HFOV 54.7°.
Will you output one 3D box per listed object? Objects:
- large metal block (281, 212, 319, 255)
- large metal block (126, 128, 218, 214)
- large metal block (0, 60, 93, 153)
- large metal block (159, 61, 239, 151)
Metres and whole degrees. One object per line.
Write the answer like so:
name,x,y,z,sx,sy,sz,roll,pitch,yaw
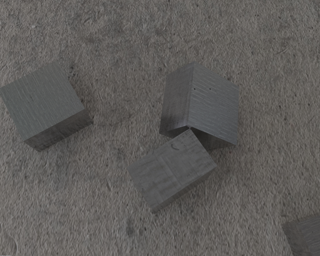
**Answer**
large metal block,0.198,0.135,0.347,0.081,0.050,0.080,-16,71,-6
large metal block,0.013,0.054,0.359,0.080,0.080,0.050,-31,73,-11
large metal block,-0.146,-0.027,0.404,0.080,0.050,0.080,-30,73,-10
large metal block,0.051,-0.023,0.383,0.080,0.050,0.080,21,66,-33
